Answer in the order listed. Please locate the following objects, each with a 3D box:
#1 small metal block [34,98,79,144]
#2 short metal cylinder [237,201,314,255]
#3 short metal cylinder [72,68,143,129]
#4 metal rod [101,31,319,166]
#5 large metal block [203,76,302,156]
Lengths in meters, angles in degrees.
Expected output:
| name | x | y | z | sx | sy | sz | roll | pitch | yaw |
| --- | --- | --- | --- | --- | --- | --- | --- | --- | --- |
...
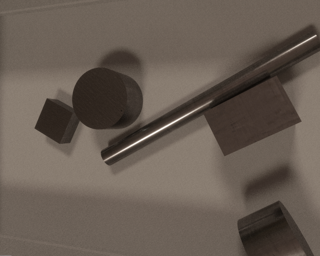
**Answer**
| name | x | y | z | sx | sy | sz | roll | pitch | yaw |
| --- | --- | --- | --- | --- | --- | --- | --- | --- | --- |
| small metal block | -0.151 | -0.010 | 0.462 | 0.050 | 0.025 | 0.050 | 28 | 99 | 17 |
| short metal cylinder | 0.128 | 0.127 | 0.336 | 0.050 | 0.080 | 0.080 | -32 | 80 | 17 |
| short metal cylinder | -0.070 | -0.038 | 0.421 | 0.080 | 0.050 | 0.079 | 0 | 90 | 19 |
| metal rod | 0.050 | -0.029 | 0.392 | 0.300 | 0.025 | 0.025 | -29 | 81 | 17 |
| large metal block | 0.103 | -0.011 | 0.345 | 0.080 | 0.080 | 0.050 | -27 | 81 | 17 |
